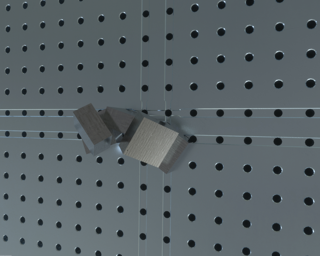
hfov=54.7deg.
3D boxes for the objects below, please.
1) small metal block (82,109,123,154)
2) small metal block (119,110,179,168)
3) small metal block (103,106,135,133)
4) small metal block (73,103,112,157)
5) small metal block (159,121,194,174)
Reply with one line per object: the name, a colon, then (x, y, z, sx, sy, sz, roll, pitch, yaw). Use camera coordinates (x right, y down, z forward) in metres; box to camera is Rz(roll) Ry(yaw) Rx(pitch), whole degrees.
small metal block: (-0.085, 0.005, 0.441, 0.050, 0.025, 0.050, -20, 83, 18)
small metal block: (-0.014, 0.014, 0.375, 0.050, 0.025, 0.050, 25, 101, -27)
small metal block: (-0.041, -0.008, 0.413, 0.050, 0.050, 0.025, 20, 97, 18)
small metal block: (-0.087, 0.003, 0.399, 0.025, 0.050, 0.050, -30, 78, -22)
small metal block: (0.007, 0.024, 0.409, 0.050, 0.025, 0.050, 37, 102, 16)
